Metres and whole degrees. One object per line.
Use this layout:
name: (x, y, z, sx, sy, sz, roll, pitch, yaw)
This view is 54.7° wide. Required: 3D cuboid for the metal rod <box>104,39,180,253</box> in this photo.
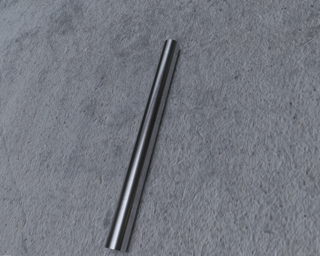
metal rod: (-0.016, 0.005, 0.409, 0.025, 0.025, 0.300, 0, 62, 28)
